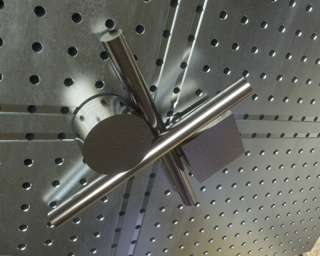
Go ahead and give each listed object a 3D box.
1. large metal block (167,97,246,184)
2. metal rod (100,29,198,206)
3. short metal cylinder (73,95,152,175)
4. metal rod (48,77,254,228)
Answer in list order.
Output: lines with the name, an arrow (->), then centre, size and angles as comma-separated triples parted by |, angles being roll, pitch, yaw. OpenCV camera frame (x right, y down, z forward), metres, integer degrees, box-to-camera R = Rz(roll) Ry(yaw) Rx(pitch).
large metal block -> 0.065, 0.018, 0.435 | 0.080, 0.050, 0.080 | -33, 129, -7
metal rod -> 0.000, 0.010, 0.412 | 0.025, 0.025, 0.299 | -32, 129, -8
short metal cylinder -> -0.056, 0.008, 0.365 | 0.081, 0.050, 0.079 | -14, 124, -21
metal rod -> -0.016, 0.034, 0.391 | 0.300, 0.025, 0.025 | -35, 130, 6
